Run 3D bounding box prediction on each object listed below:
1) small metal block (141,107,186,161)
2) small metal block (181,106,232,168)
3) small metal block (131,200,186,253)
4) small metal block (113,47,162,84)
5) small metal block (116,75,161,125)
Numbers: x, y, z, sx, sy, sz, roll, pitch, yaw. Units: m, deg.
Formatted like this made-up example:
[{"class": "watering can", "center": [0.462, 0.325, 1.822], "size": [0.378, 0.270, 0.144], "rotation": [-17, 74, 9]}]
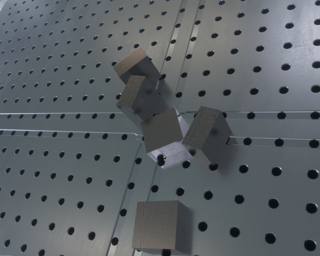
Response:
[{"class": "small metal block", "center": [0.007, 0.008, 0.401], "size": [0.050, 0.025, 0.050], "rotation": [-23, 53, 14]}, {"class": "small metal block", "center": [0.055, 0.010, 0.357], "size": [0.025, 0.050, 0.050], "rotation": [18, 71, 35]}, {"class": "small metal block", "center": [0.000, 0.109, 0.342], "size": [0.050, 0.025, 0.050], "rotation": [-8, 58, 24]}, {"class": "small metal block", "center": [-0.033, -0.083, 0.461], "size": [0.050, 0.050, 0.025], "rotation": [-37, 51, 4]}, {"class": "small metal block", "center": [-0.028, -0.038, 0.431], "size": [0.025, 0.050, 0.050], "rotation": [9, 67, 32]}]
